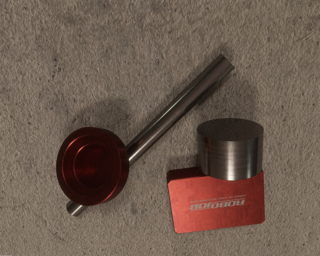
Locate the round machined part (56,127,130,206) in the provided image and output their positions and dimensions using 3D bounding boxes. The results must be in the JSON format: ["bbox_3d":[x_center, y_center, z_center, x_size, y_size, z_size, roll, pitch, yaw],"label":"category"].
[{"bbox_3d":[-0.082,0.049,0.401,0.098,0.042,0.097,-2,84,24],"label":"round machined part"}]

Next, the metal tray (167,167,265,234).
[{"bbox_3d":[0.080,0.099,0.445,0.131,0.030,0.089,-8,110,2],"label":"metal tray"}]

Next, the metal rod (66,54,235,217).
[{"bbox_3d":[-0.022,0.018,0.416,0.025,0.025,0.299,43,104,-14],"label":"metal rod"}]

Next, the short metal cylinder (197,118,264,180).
[{"bbox_3d":[0.088,0.024,0.391,0.081,0.080,0.050,-4,110,1],"label":"short metal cylinder"}]
